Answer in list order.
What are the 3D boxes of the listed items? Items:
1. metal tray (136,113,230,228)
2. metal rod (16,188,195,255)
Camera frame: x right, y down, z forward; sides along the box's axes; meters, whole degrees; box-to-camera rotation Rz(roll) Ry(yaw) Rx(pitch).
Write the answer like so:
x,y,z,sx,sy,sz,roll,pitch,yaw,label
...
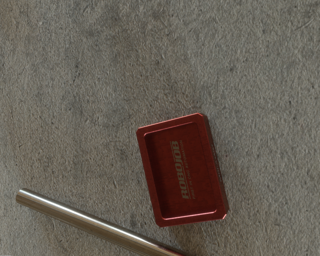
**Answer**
x,y,z,sx,sy,sz,roll,pitch,yaw,label
0.028,0.053,0.395,0.090,0.030,0.129,-14,85,19,metal tray
-0.077,0.143,0.434,0.301,0.025,0.025,15,95,19,metal rod
